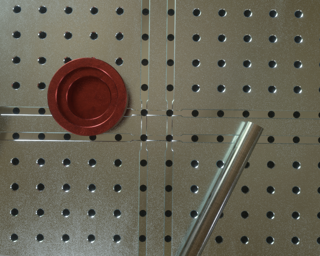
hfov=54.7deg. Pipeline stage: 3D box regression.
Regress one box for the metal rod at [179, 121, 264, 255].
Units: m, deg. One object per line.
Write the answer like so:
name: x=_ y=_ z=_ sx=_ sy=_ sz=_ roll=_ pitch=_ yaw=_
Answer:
metal rod: x=0.060 y=0.130 z=0.413 sx=0.025 sy=0.025 sz=0.299 roll=27 pitch=90 yaw=0

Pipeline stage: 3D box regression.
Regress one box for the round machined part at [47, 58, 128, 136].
round machined part: x=-0.091 y=-0.039 z=0.404 sx=0.099 sy=0.042 sz=0.097 roll=0 pitch=90 yaw=0
